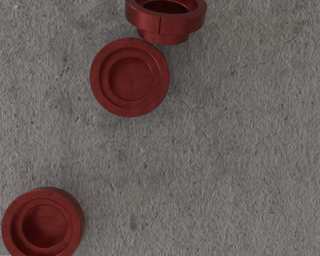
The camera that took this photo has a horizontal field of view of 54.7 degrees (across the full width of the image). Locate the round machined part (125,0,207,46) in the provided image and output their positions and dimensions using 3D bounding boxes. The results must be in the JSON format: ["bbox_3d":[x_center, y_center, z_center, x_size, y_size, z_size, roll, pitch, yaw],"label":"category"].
[{"bbox_3d":[0.006,-0.137,0.384,0.099,0.098,0.042,7,133,0],"label":"round machined part"}]

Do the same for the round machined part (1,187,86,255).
[{"bbox_3d":[-0.145,0.124,0.400,0.099,0.042,0.097,0,90,0],"label":"round machined part"}]

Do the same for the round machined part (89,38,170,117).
[{"bbox_3d":[-0.037,-0.063,0.400,0.099,0.042,0.097,0,92,0],"label":"round machined part"}]
